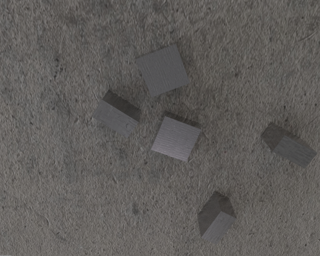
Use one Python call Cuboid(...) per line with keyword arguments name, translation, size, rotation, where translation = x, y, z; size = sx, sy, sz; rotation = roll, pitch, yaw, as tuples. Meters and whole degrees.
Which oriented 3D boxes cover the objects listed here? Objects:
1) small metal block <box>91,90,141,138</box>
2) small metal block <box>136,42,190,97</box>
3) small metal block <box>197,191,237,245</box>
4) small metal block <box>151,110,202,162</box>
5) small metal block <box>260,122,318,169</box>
Cuboid(name="small metal block", translation=(-0.053, -0.019, 0.389), size=(0.050, 0.050, 0.025), rotation=(32, 107, -11))
Cuboid(name="small metal block", translation=(0.004, -0.072, 0.383), size=(0.050, 0.025, 0.050), rotation=(-20, 109, 7))
Cuboid(name="small metal block", translation=(0.080, 0.128, 0.444), size=(0.025, 0.050, 0.050), rotation=(28, 108, -10))
Cuboid(name="small metal block", translation=(0.021, 0.011, 0.414), size=(0.050, 0.025, 0.050), rotation=(20, 109, -8))
Cuboid(name="small metal block", translation=(0.167, 0.021, 0.406), size=(0.050, 0.050, 0.025), rotation=(27, 108, -10))
